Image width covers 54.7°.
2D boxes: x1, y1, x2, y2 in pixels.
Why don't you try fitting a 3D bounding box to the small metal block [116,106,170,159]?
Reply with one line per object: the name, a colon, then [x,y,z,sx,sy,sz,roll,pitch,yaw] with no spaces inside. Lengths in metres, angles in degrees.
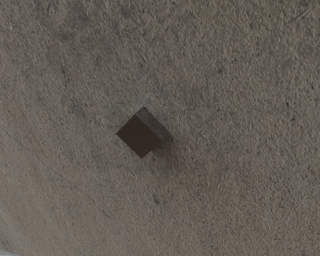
small metal block: [-0.024,0.007,0.423,0.050,0.025,0.050,45,129,-4]
